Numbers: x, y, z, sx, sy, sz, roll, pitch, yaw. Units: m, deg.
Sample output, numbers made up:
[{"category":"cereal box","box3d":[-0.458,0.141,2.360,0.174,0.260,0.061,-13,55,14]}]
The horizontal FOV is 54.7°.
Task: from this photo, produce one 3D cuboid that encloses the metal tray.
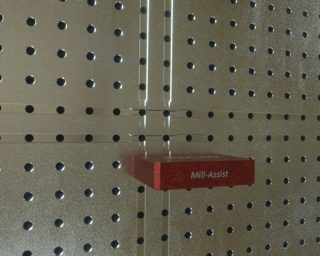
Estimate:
[{"category":"metal tray","box3d":[0.041,0.053,0.394,0.131,0.090,0.030,1,90,-20]}]
